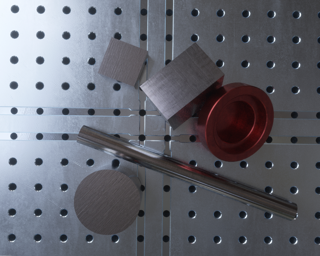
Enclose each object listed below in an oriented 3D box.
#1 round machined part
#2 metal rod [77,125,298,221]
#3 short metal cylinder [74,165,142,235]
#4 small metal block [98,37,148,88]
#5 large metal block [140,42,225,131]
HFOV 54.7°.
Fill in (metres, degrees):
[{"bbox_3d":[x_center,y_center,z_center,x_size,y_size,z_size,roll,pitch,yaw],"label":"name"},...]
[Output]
[{"bbox_3d":[0.091,-0.010,0.393,0.099,0.042,0.097,-8,112,-20],"label":"round machined part"},{"bbox_3d":[0.036,0.060,0.413,0.301,0.025,0.025,20,90,-1],"label":"metal rod"},{"bbox_3d":[-0.064,0.090,0.400,0.081,0.050,0.079,0,90,-1],"label":"short metal cylinder"},{"bbox_3d":[-0.048,-0.086,0.413,0.050,0.025,0.050,21,90,-1],"label":"small metal block"},{"bbox_3d":[0.029,-0.047,0.382,0.080,0.080,0.050,-39,78,0],"label":"large metal block"}]
